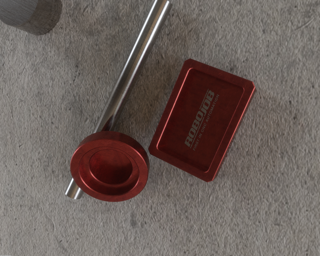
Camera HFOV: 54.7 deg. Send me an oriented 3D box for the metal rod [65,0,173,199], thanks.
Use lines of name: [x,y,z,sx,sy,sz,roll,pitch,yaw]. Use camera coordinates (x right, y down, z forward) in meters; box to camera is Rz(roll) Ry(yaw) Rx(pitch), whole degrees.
metal rod: [-0.061,-0.035,0.429,0.025,0.025,0.298,29,99,17]

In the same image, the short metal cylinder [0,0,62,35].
short metal cylinder: [-0.197,-0.185,0.463,0.080,0.050,0.079,0,90,19]

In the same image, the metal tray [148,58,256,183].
metal tray: [0.051,-0.010,0.387,0.090,0.030,0.129,25,98,18]

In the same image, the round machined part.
round machined part: [-0.063,0.046,0.406,0.099,0.042,0.097,2,118,3]
